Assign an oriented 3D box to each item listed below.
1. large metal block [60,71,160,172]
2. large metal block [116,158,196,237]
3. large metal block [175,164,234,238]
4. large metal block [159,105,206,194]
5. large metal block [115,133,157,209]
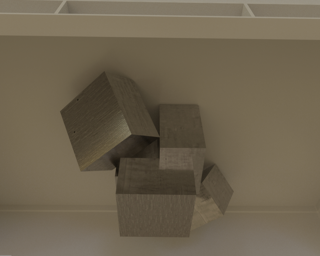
[{"bbox_3d":[-0.059,-0.005,0.357,0.080,0.080,0.050,-35,157,26],"label":"large metal block"},{"bbox_3d":[-0.005,0.080,0.353,0.081,0.050,0.079,1,130,-1],"label":"large metal block"},{"bbox_3d":[0.053,0.103,0.449,0.080,0.080,0.050,-34,87,25],"label":"large metal block"},{"bbox_3d":[0.024,0.027,0.392,0.050,0.080,0.079,1,130,-1],"label":"large metal block"},{"bbox_3d":[-0.029,0.063,0.424,0.050,0.080,0.079,1,130,-1],"label":"large metal block"}]
